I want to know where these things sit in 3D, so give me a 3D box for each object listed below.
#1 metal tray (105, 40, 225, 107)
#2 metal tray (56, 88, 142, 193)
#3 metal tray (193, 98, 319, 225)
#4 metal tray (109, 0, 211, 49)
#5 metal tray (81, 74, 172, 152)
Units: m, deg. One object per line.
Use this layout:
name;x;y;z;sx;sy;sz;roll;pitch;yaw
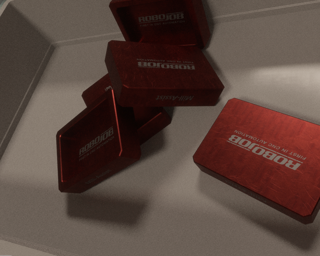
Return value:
metal tray;0.005;-0.068;0.390;0.131;0.030;0.090;-2;49;-24
metal tray;-0.084;0.020;0.395;0.130;0.030;0.090;-32;57;34
metal tray;0.112;0.028;0.326;0.130;0.030;0.090;25;75;36
metal tray;0.000;-0.158;0.456;0.130;0.090;0.030;5;51;30
metal tray;-0.053;-0.031;0.447;0.090;0.030;0.130;-37;51;3
